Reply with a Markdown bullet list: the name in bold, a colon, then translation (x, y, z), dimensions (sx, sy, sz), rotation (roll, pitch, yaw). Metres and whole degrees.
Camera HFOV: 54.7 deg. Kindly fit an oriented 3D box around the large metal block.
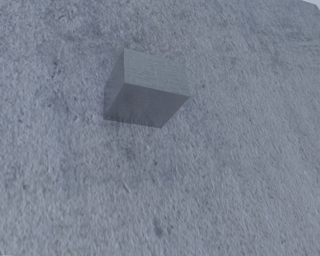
- **large metal block**: translation (-0.020, -0.045, 0.387), dimensions (0.081, 0.080, 0.050), rotation (9, 58, -24)
